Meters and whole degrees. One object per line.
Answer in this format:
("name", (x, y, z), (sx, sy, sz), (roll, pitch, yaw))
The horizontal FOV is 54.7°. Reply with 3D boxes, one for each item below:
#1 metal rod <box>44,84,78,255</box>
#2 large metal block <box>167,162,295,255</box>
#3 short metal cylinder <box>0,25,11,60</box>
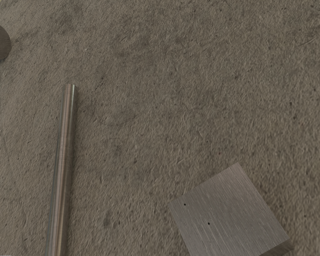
("metal rod", (-0.137, 0.058, 0.437), (0.025, 0.025, 0.299), (-18, 55, 17))
("large metal block", (0.066, 0.093, 0.295), (0.080, 0.050, 0.080), (-33, 52, 6))
("short metal cylinder", (-0.378, -0.187, 0.678), (0.050, 0.080, 0.080), (-1, 62, 28))
